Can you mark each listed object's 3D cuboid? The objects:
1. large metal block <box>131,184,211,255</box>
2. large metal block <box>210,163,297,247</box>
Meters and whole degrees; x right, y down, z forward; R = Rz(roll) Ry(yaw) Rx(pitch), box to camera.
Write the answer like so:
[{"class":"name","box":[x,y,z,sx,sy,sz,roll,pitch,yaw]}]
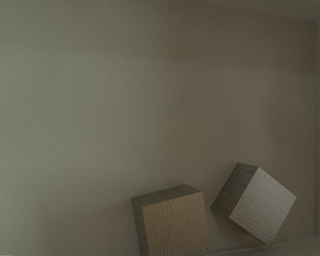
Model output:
[{"class":"large metal block","box":[0.014,0.125,0.402,0.081,0.050,0.080,-10,94,-20]},{"class":"large metal block","box":[0.134,0.108,0.447,0.080,0.050,0.080,38,78,-16]}]
